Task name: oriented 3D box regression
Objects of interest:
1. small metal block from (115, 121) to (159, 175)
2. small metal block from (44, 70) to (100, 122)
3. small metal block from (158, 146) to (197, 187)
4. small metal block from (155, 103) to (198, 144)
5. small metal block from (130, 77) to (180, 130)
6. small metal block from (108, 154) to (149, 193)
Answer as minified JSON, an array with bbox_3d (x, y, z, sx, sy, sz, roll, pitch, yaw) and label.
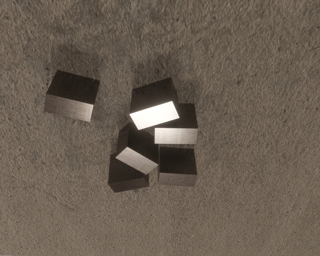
[{"bbox_3d":[-0.029,0.026,0.413,0.050,0.050,0.025,33,122,-25],"label":"small metal block"},{"bbox_3d":[-0.100,-0.038,0.357,0.050,0.050,0.025,13,129,-12],"label":"small metal block"},{"bbox_3d":[0.023,0.054,0.437,0.050,0.050,0.025,4,130,-4],"label":"small metal block"},{"bbox_3d":[0.019,-0.006,0.386,0.050,0.050,0.025,1,130,-1],"label":"small metal block"},{"bbox_3d":[-0.006,-0.029,0.366,0.050,0.050,0.025,-16,128,13],"label":"small metal block"},{"bbox_3d":[-0.044,0.060,0.439,0.050,0.050,0.025,-12,138,10],"label":"small metal block"}]
